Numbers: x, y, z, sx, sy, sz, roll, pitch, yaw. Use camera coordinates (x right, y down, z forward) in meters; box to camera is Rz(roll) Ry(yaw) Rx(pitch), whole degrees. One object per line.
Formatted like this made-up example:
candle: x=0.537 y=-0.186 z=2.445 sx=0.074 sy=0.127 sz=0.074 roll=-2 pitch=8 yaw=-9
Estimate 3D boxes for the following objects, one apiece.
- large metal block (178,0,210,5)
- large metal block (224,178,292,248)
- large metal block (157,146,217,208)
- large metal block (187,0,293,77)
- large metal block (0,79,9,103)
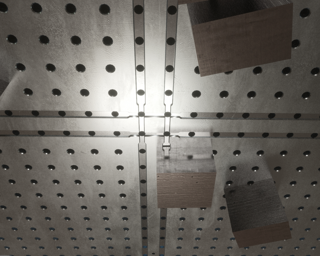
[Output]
large metal block: x=0.050 y=-0.145 z=0.253 sx=0.080 sy=0.080 sz=0.050 roll=-7 pitch=130 yaw=5
large metal block: x=0.153 y=0.135 z=0.493 sx=0.080 sy=0.080 sz=0.050 roll=-16 pitch=128 yaw=13
large metal block: x=0.036 y=0.074 z=0.459 sx=0.081 sy=0.050 sz=0.079 roll=-1 pitch=130 yaw=0
large metal block: x=0.070 y=-0.098 z=0.293 sx=0.080 sy=0.080 sz=0.050 roll=-10 pitch=130 yaw=8
large metal block: x=-0.240 y=-0.031 z=0.365 sx=0.080 sy=0.050 sz=0.080 roll=28 pitch=125 yaw=-22
